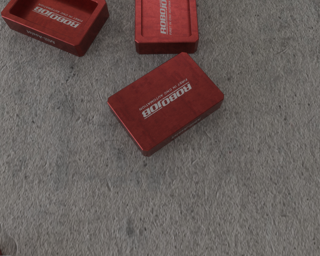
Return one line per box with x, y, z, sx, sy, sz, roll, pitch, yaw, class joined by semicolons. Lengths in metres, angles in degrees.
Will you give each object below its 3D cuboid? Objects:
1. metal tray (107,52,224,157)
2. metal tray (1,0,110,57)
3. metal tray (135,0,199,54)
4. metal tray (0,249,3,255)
0.008;-0.034;0.418;0.131;0.030;0.090;-34;74;-12;metal tray
-0.155;-0.171;0.466;0.130;0.030;0.090;23;72;8;metal tray
0.009;-0.176;0.469;0.091;0.030;0.130;-1;70;-1;metal tray
-0.202;0.203;0.329;0.090;0.030;0.130;-28;72;-10;metal tray
